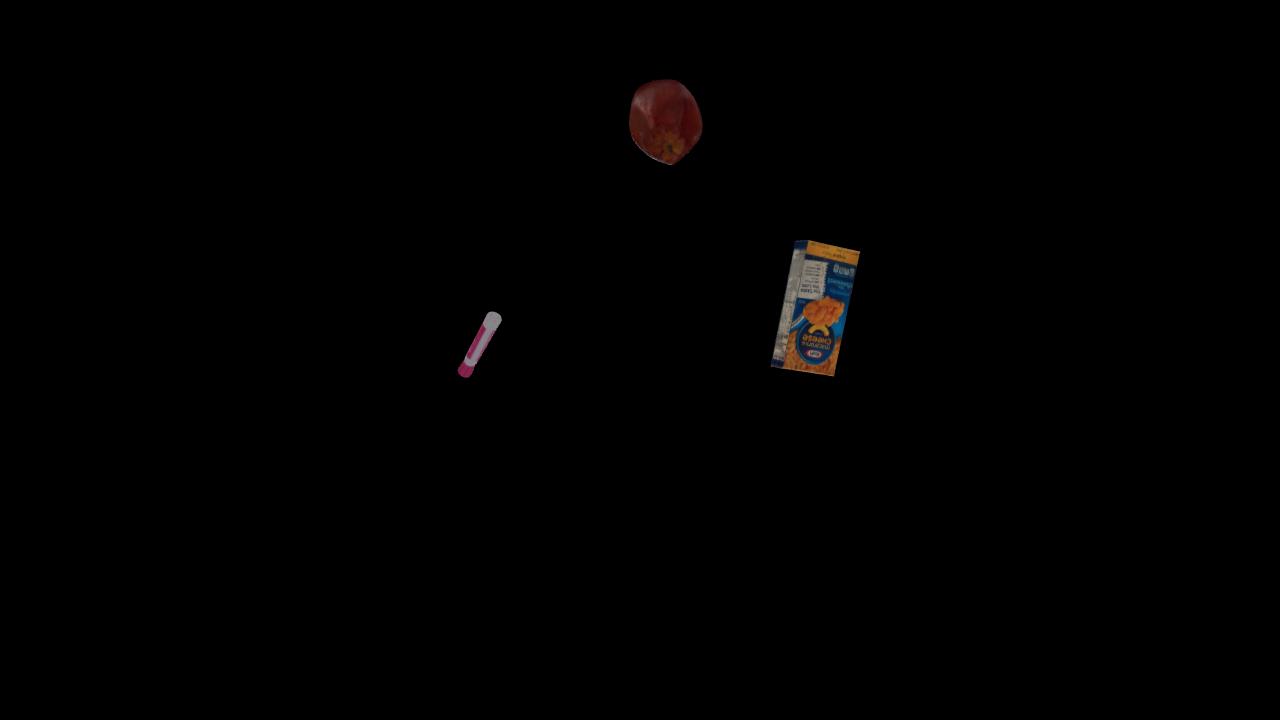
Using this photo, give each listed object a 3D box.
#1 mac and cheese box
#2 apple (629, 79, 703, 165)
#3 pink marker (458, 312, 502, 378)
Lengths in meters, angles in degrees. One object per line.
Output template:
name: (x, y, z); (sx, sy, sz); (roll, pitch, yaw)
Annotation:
mac and cheese box: (0.252, -0.073, 0.886); (0.093, 0.184, 0.041); (7, 5, -22)
apple: (0.027, -0.252, 0.653); (0.079, 0.093, 0.079); (-4, -40, -4)
pink marker: (-0.205, -0.016, 0.779); (0.020, 0.020, 0.121); (0, -36, -38)
